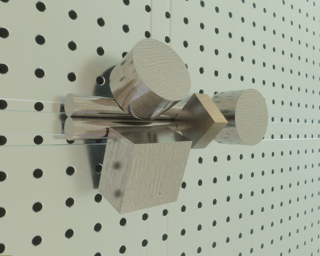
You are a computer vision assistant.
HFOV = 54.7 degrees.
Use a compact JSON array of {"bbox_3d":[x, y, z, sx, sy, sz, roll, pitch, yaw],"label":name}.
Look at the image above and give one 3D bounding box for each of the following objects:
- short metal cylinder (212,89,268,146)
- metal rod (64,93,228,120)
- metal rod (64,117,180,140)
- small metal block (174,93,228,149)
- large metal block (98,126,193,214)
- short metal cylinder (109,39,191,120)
[{"bbox_3d":[0.113,-0.015,0.451,0.081,0.050,0.079,0,90,-40],"label":"short metal cylinder"},{"bbox_3d":[0.020,-0.023,0.422,0.302,0.025,0.025,1,90,-40],"label":"metal rod"},{"bbox_3d":[0.020,0.002,0.422,0.302,0.025,0.025,1,90,-40],"label":"metal rod"},{"bbox_3d":[0.051,-0.009,0.394,0.025,0.050,0.050,1,47,-40],"label":"small metal block"},{"bbox_3d":[-0.017,0.044,0.356,0.081,0.050,0.079,-1,111,-40],"label":"large metal block"},{"bbox_3d":[-0.011,-0.056,0.361,0.080,0.050,0.080,21,54,-31],"label":"short metal cylinder"}]
